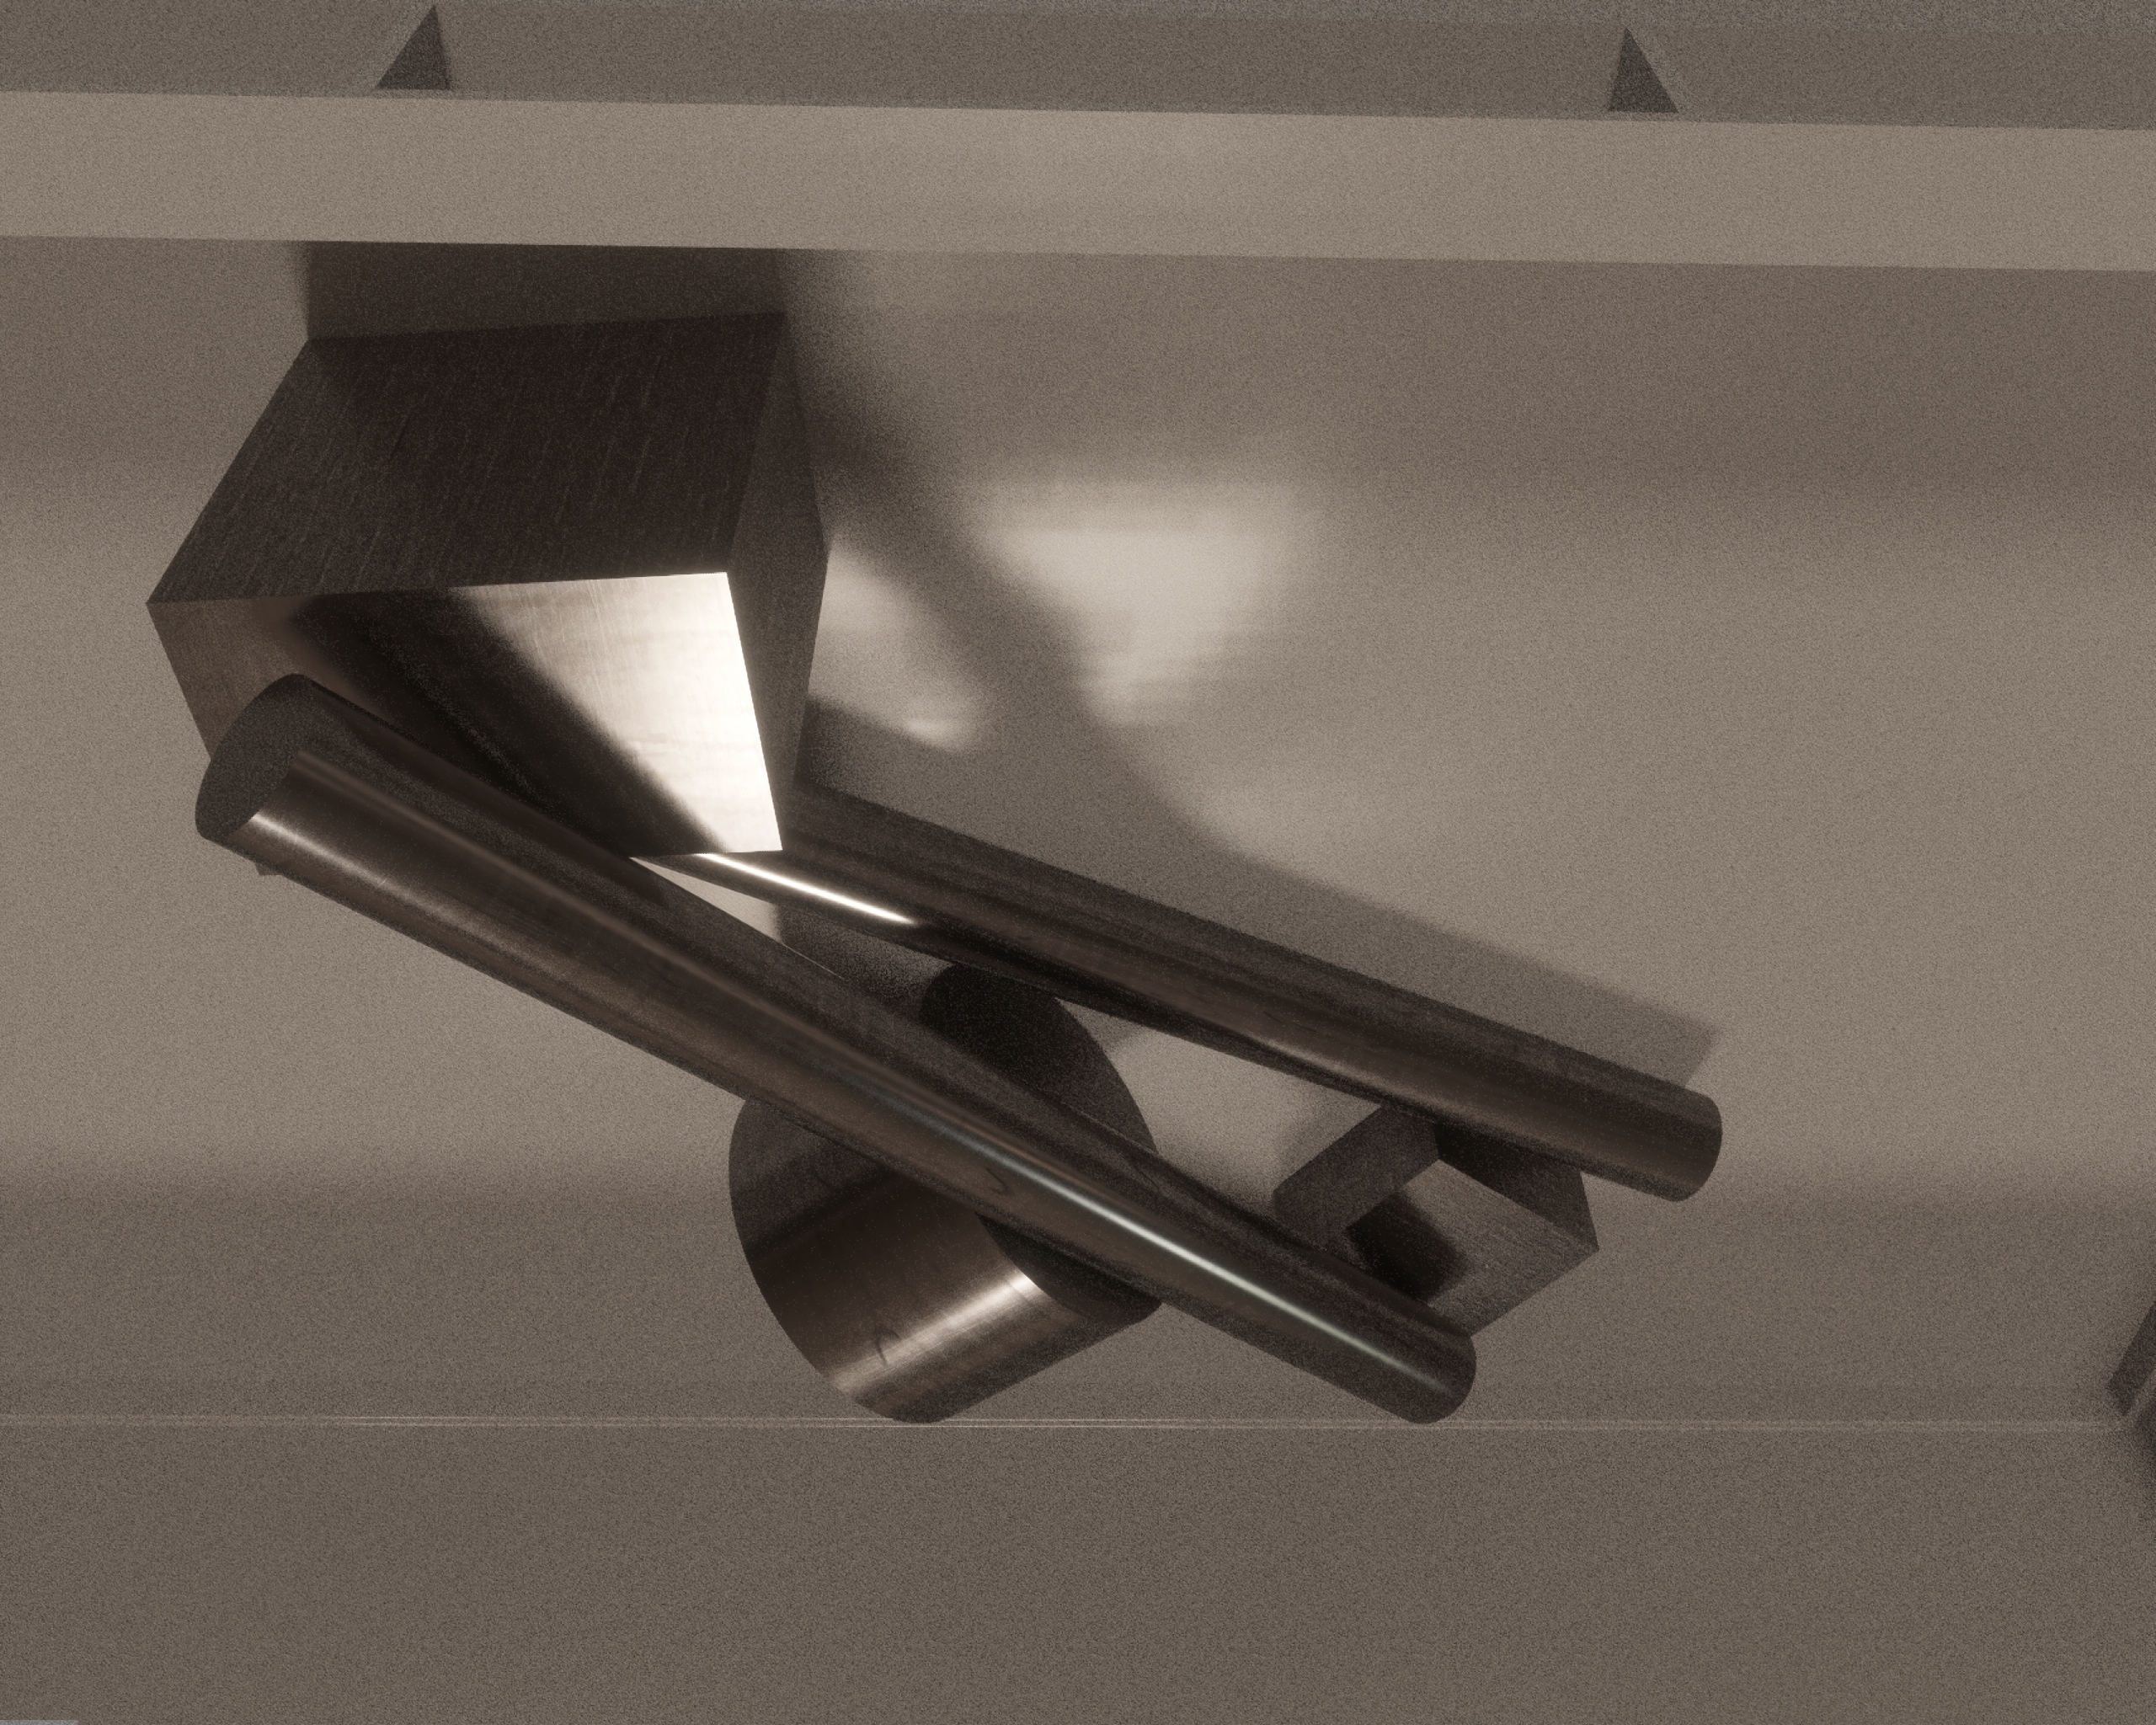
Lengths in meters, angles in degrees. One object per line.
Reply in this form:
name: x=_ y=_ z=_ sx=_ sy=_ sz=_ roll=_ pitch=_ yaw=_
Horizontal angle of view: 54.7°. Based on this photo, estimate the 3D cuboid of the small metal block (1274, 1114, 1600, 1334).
small metal block: x=0.082 y=0.082 z=0.479 sx=0.050 sy=0.025 sz=0.050 roll=31 pitch=123 yaw=-24

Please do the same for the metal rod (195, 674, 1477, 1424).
metal rod: x=-0.015 y=0.050 z=0.373 sx=0.025 sy=0.025 sz=0.301 roll=-33 pitch=136 yaw=24

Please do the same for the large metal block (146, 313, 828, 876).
large metal block: x=-0.087 y=-0.045 z=0.333 sx=0.080 sy=0.080 sz=0.050 roll=-3 pitch=130 yaw=2

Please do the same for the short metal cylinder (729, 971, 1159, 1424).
short metal cylinder: x=-0.024 y=0.067 z=0.427 sx=0.050 sy=0.080 sz=0.080 roll=-33 pitch=123 yaw=24

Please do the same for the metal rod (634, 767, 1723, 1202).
metal rod: x=-0.001 y=0.015 z=0.420 sx=0.302 sy=0.025 sz=0.025 roll=19 pitch=127 yaw=-17
